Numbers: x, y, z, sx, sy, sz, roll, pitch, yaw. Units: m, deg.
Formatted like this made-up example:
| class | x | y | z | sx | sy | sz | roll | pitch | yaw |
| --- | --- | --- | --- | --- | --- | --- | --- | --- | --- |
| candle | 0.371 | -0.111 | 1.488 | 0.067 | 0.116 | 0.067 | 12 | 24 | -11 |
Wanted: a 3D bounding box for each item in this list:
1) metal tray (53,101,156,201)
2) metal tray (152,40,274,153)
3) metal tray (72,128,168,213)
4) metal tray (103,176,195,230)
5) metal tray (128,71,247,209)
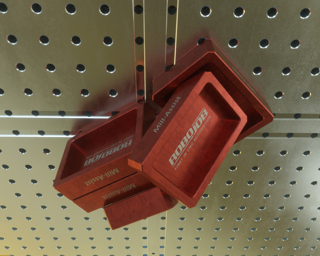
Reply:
| class | x | y | z | sx | sy | sz | roll | pitch | yaw |
| --- | --- | --- | --- | --- | --- | --- | --- | --- | --- |
| metal tray | -0.067 | 0.028 | 0.391 | 0.130 | 0.090 | 0.030 | -26 | 126 | 20 |
| metal tray | 0.066 | -0.032 | 0.380 | 0.090 | 0.030 | 0.130 | -36 | 122 | 26 |
| metal tray | -0.050 | 0.048 | 0.407 | 0.130 | 0.090 | 0.030 | -26 | 126 | 20 |
| metal tray | -0.007 | 0.093 | 0.430 | 0.090 | 0.131 | 0.030 | -25 | 84 | 20 |
| metal tray | 0.036 | 0.012 | 0.348 | 0.090 | 0.030 | 0.130 | 43 | 73 | -30 |
